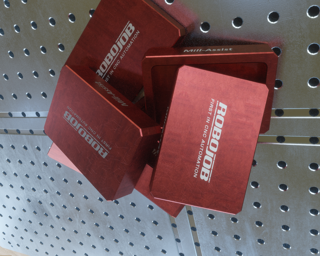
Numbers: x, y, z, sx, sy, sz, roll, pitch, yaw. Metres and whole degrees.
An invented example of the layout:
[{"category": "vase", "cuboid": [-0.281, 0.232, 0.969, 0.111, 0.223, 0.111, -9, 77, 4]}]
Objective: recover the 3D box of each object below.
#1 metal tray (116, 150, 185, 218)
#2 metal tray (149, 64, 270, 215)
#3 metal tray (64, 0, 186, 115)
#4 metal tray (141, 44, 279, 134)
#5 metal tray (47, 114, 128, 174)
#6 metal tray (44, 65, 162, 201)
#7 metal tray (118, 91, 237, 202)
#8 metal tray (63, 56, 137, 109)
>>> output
[{"category": "metal tray", "cuboid": [-0.010, 0.063, 0.396, 0.090, 0.130, 0.030, 36, 87, 3]}, {"category": "metal tray", "cuboid": [0.047, 0.012, 0.309, 0.090, 0.030, 0.129, 13, 90, -4]}, {"category": "metal tray", "cuboid": [-0.045, -0.085, 0.355, 0.090, 0.030, 0.129, 39, 115, -1]}, {"category": "metal tray", "cuboid": [0.050, -0.039, 0.329, 0.131, 0.030, 0.089, -1, 120, 6]}, {"category": "metal tray", "cuboid": [-0.105, 0.026, 0.451, 0.090, 0.030, 0.129, 31, 142, -12]}, {"category": "metal tray", "cuboid": [-0.068, 0.002, 0.331, 0.130, 0.030, 0.089, 39, 118, 27]}, {"category": "metal tray", "cuboid": [0.025, 0.013, 0.365, 0.130, 0.090, 0.030, 38, 130, 3]}, {"category": "metal tray", "cuboid": [-0.089, -0.037, 0.432, 0.090, 0.030, 0.129, 33, 129, 6]}]
